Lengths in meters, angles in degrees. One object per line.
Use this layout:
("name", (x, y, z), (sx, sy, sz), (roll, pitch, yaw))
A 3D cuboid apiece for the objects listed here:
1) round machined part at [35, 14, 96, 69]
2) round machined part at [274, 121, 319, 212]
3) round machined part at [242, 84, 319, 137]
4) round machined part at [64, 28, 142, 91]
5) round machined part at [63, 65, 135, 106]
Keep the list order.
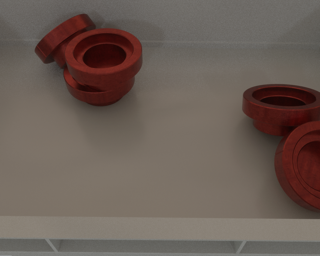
("round machined part", (-0.137, -0.127, 0.476), (0.098, 0.098, 0.042), (-43, 102, -30))
("round machined part", (0.175, 0.044, 0.345), (0.099, 0.042, 0.098), (1, 73, -4))
("round machined part", (0.157, -0.022, 0.399), (0.099, 0.042, 0.098), (-2, 25, 1))
("round machined part", (-0.072, -0.088, 0.412), (0.099, 0.042, 0.098), (1, 50, 0))
("round machined part", (-0.086, -0.070, 0.452), (0.099, 0.042, 0.098), (0, 50, 0))
